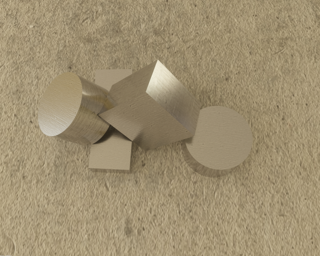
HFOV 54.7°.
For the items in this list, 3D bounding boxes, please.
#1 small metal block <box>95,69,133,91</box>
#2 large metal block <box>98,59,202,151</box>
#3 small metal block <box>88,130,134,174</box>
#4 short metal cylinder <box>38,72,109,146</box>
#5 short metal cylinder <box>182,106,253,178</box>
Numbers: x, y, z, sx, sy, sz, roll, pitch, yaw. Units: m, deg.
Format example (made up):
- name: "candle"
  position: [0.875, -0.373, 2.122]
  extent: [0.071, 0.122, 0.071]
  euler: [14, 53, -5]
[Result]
- name: "small metal block"
  position: [-0.063, -0.053, 0.428]
  extent: [0.050, 0.025, 0.050]
  euler: [-1, 70, -1]
- name: "large metal block"
  position: [-0.011, -0.022, 0.368]
  extent: [0.080, 0.080, 0.050]
  euler: [41, 48, -30]
- name: "small metal block"
  position: [-0.061, 0.031, 0.397]
  extent: [0.050, 0.025, 0.050]
  euler: [3, 70, 0]
- name: "short metal cylinder"
  position: [-0.104, -0.022, 0.384]
  extent: [0.080, 0.050, 0.080]
  euler: [-13, 67, 33]
- name: "short metal cylinder"
  position: [0.069, 0.019, 0.390]
  extent: [0.081, 0.050, 0.080]
  euler: [0, 70, 0]
